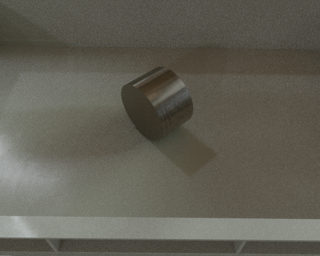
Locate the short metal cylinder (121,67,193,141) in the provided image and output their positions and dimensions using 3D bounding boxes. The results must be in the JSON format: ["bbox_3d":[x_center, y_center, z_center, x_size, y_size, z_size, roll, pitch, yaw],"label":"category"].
[{"bbox_3d":[-0.004,-0.030,0.392,0.050,0.080,0.080,-34,58,-25],"label":"short metal cylinder"}]
